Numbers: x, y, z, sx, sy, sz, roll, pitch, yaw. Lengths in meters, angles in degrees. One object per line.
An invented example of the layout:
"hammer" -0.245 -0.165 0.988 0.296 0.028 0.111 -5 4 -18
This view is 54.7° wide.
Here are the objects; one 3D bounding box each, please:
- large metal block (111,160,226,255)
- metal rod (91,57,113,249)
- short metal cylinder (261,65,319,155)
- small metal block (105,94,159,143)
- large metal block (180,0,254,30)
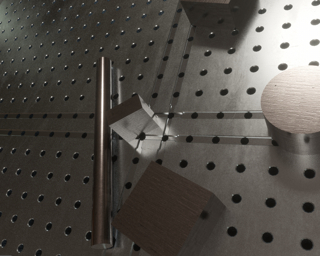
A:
"large metal block" 0.010 0.093 0.329 0.080 0.050 0.080 24 74 36
"metal rod" -0.081 0.013 0.440 0.025 0.025 0.299 -18 55 17
"short metal cylinder" 0.151 -0.018 0.324 0.080 0.050 0.080 -13 56 20
"small metal block" -0.037 -0.012 0.417 0.050 0.050 0.025 -27 53 11
"large metal block" 0.091 -0.199 0.466 0.080 0.050 0.080 20 72 35
